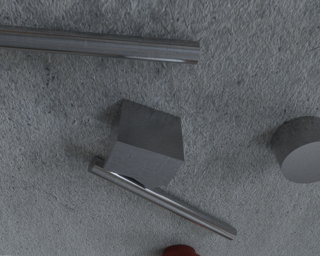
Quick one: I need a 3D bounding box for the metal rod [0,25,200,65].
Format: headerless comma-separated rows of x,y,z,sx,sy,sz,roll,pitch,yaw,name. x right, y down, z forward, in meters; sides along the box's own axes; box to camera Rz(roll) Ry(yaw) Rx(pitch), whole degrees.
-0.109,-0.091,0.327,0.302,0.025,0.025,4,130,-4,metal rod

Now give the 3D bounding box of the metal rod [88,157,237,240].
0.018,0.125,0.513,0.301,0.025,0.025,32,123,-25,metal rod

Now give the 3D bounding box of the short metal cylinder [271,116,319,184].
0.198,0.030,0.420,0.081,0.050,0.079,0,130,0,short metal cylinder

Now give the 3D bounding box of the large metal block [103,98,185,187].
-0.019,0.017,0.386,0.081,0.080,0.050,18,128,-15,large metal block

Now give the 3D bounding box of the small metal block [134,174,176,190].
-0.012,0.060,0.458,0.050,0.025,0.050,-35,122,26,small metal block

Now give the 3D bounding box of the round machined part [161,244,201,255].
0.040,0.274,0.630,0.099,0.042,0.097,-1,130,0,round machined part
